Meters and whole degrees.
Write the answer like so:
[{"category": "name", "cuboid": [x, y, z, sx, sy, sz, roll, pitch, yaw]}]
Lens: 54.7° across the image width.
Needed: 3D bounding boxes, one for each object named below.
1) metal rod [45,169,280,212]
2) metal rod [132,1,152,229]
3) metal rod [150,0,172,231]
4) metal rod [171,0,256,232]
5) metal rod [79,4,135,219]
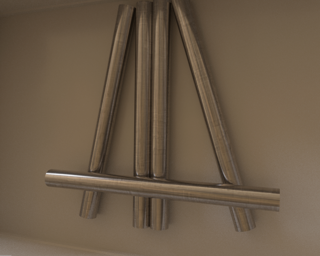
[{"category": "metal rod", "cuboid": [-0.012, 0.074, 0.386, 0.301, 0.025, 0.025, 2, 91, 20]}, {"category": "metal rod", "cuboid": [-0.022, -0.017, 0.417, 0.025, 0.025, 0.298, 1, 90, 20]}, {"category": "metal rod", "cuboid": [0.001, -0.018, 0.409, 0.025, 0.025, 0.298, 1, 90, 20]}, {"category": "metal rod", "cuboid": [0.065, -0.023, 0.386, 0.025, 0.025, 0.299, -17, 84, 19]}, {"category": "metal rod", "cuboid": [-0.074, -0.020, 0.435, 0.025, 0.025, 0.298, 13, 94, 19]}]
